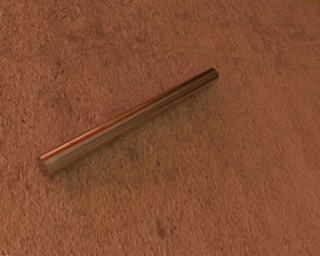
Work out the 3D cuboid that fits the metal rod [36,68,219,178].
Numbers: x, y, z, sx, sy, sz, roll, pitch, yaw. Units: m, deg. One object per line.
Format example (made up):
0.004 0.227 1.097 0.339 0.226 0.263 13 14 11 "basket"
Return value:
-0.017 -0.023 0.407 0.302 0.025 0.025 -32 79 -38 "metal rod"
